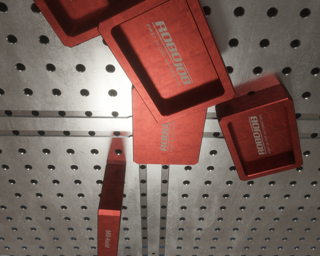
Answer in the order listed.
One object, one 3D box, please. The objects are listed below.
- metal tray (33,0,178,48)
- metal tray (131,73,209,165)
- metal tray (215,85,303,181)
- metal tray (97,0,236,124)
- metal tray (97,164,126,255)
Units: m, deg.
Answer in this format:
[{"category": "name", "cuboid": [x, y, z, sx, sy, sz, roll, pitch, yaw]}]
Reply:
[{"category": "metal tray", "cuboid": [-0.054, -0.141, 0.287, 0.130, 0.030, 0.090, -18, 128, 14]}, {"category": "metal tray", "cuboid": [0.010, -0.007, 0.403, 0.091, 0.030, 0.129, 1, 130, -2]}, {"category": "metal tray", "cuboid": [0.137, 0.013, 0.421, 0.090, 0.030, 0.130, -18, 128, 14]}, {"category": "metal tray", "cuboid": [0.011, -0.071, 0.308, 0.090, 0.030, 0.130, -21, 128, 16]}, {"category": "metal tray", "cuboid": [-0.075, 0.131, 0.479, 0.030, 0.090, 0.129, 6, 130, -5]}]
